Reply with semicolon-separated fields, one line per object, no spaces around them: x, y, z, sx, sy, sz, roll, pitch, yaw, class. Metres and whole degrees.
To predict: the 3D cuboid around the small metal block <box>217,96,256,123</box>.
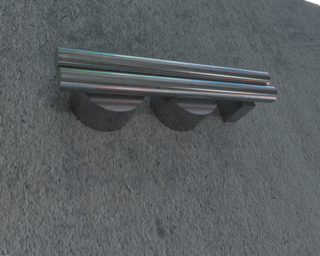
0.113;-0.042;0.477;0.025;0.050;0.050;-1;62;-29;small metal block

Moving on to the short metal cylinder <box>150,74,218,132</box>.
0.033;-0.041;0.432;0.081;0.050;0.080;14;56;-21;short metal cylinder

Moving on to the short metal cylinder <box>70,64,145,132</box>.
-0.064;-0.042;0.379;0.081;0.050;0.080;14;56;-21;short metal cylinder

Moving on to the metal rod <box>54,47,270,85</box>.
0.024;-0.073;0.397;0.303;0.025;0.025;0;62;-28;metal rod

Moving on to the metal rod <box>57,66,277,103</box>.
0.030;-0.050;0.387;0.303;0.025;0.025;0;62;-28;metal rod
